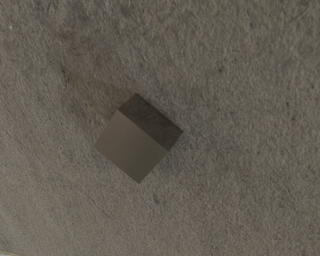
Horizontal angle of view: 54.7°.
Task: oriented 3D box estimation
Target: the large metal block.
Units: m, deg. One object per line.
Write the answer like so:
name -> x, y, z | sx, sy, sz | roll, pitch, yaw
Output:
large metal block -> -0.030, 0.015, 0.414 | 0.080, 0.050, 0.080 | 40, 129, 1
